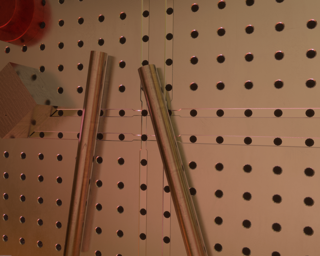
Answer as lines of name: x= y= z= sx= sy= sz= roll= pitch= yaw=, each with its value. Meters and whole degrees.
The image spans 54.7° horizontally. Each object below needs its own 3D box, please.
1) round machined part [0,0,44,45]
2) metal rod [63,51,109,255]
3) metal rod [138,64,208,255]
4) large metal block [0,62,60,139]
round machined part: x=-0.237 y=-0.184 z=0.485 sx=0.098 sy=0.042 sz=0.097 roll=0 pitch=90 yaw=19
metal rod: x=-0.108 y=0.040 z=0.449 sx=0.025 sy=0.025 sz=0.298 roll=9 pitch=93 yaw=19
metal rod: x=0.021 y=0.062 z=0.404 sx=0.025 sy=0.025 sz=0.298 roll=-17 pitch=85 yaw=19
large metal block: x=-0.216 y=-0.040 z=0.474 sx=0.080 sy=0.050 sz=0.080 roll=-40 pitch=78 yaw=15
